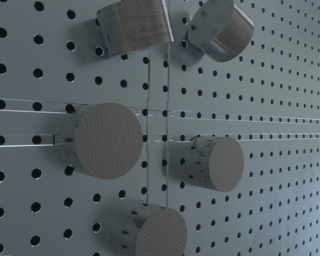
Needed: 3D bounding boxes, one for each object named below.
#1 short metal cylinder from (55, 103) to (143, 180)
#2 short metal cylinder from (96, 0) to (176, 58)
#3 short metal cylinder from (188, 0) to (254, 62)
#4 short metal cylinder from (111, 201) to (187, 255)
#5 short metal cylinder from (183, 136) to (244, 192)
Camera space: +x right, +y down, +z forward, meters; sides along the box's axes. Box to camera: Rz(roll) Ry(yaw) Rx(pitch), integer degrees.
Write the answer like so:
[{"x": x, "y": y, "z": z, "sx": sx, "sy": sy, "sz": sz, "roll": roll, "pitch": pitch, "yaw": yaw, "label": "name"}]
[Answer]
[{"x": -0.066, "y": 0.013, "z": 0.339, "sx": 0.081, "sy": 0.050, "sz": 0.079, "roll": 0, "pitch": 90, "yaw": -40, "label": "short metal cylinder"}, {"x": -0.026, "y": -0.114, "z": 0.353, "sx": 0.081, "sy": 0.080, "sz": 0.050, "roll": -24, "pitch": 106, "yaw": -38, "label": "short metal cylinder"}, {"x": 0.087, "y": -0.143, "z": 0.449, "sx": 0.050, "sy": 0.080, "sz": 0.080, "roll": 26, "pitch": 74, "yaw": -37, "label": "short metal cylinder"}, {"x": -0.012, "y": 0.135, "z": 0.385, "sx": 0.081, "sy": 0.050, "sz": 0.079, "roll": 0, "pitch": 90, "yaw": -40, "label": "short metal cylinder"}, {"x": 0.081, "y": 0.052, "z": 0.464, "sx": 0.081, "sy": 0.050, "sz": 0.079, "roll": 0, "pitch": 90, "yaw": -40, "label": "short metal cylinder"}]
